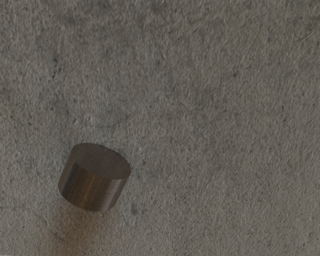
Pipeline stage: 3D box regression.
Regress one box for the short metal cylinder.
[{"bbox_3d":[-0.084,0.062,0.402,0.080,0.080,0.050,24,108,-9],"label":"short metal cylinder"}]
